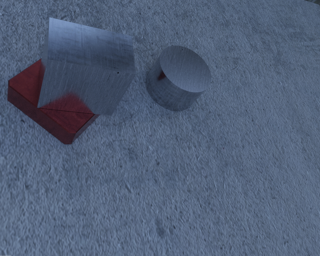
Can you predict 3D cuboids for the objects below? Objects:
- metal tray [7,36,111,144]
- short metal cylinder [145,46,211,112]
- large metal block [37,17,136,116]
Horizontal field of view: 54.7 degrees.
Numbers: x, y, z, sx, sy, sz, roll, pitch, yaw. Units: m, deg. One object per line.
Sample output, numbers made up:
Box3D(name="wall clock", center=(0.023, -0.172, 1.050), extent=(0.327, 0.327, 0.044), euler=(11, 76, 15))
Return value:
Box3D(name="metal tray", center=(-0.103, -0.053, 0.378), extent=(0.090, 0.030, 0.131), euler=(39, 51, -2))
Box3D(name="short metal cylinder", center=(0.026, -0.071, 0.445), extent=(0.081, 0.050, 0.080), euler=(14, 56, -21))
Box3D(name="large metal block", center=(-0.079, -0.058, 0.322), extent=(0.081, 0.080, 0.050), euler=(6, 60, -25))
